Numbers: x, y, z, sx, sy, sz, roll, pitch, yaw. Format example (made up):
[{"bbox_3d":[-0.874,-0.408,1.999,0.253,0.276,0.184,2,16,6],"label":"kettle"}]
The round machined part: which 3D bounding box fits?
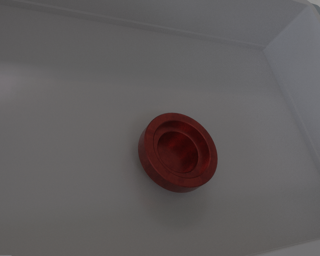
[{"bbox_3d":[0.018,0.033,0.384,0.099,0.042,0.098,13,56,-21],"label":"round machined part"}]
